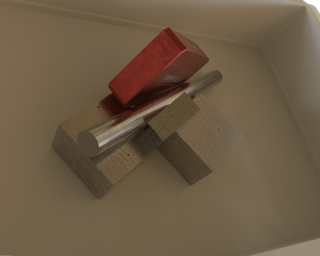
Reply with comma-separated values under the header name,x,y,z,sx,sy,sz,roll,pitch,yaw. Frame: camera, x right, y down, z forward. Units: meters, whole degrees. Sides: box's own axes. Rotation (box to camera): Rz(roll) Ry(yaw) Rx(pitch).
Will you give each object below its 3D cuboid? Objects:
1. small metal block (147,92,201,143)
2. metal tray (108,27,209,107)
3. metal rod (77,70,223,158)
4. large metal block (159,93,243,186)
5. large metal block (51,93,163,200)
name,x,y,z,sx,sy,sz,roll,pitch,yaw
small metal block,0.016,-0.009,0.341,0.050,0.050,0.025,-40,83,-2
metal tray,0.005,-0.068,0.373,0.030,0.090,0.131,52,19,7
metal rod,0.014,-0.034,0.386,0.025,0.025,0.302,49,36,6
large metal block,0.048,0.014,0.407,0.080,0.050,0.080,47,51,5
large metal block,-0.058,0.018,0.344,0.080,0.050,0.080,47,51,5
